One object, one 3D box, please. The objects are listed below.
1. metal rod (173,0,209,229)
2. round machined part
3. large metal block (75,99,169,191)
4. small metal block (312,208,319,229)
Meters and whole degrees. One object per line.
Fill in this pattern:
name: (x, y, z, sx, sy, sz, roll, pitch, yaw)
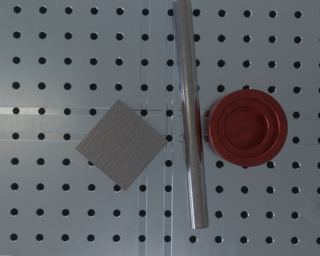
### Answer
metal rod: (0.041, -0.018, 0.413, 0.025, 0.025, 0.298, -5, 90, 0)
round machined part: (0.110, 0.000, 0.406, 0.099, 0.042, 0.097, 0, 90, 0)
large metal block: (-0.046, 0.021, 0.401, 0.080, 0.050, 0.080, 41, 90, 0)
small metal block: (0.238, 0.131, 0.403, 0.050, 0.050, 0.025, 23, 90, 0)
